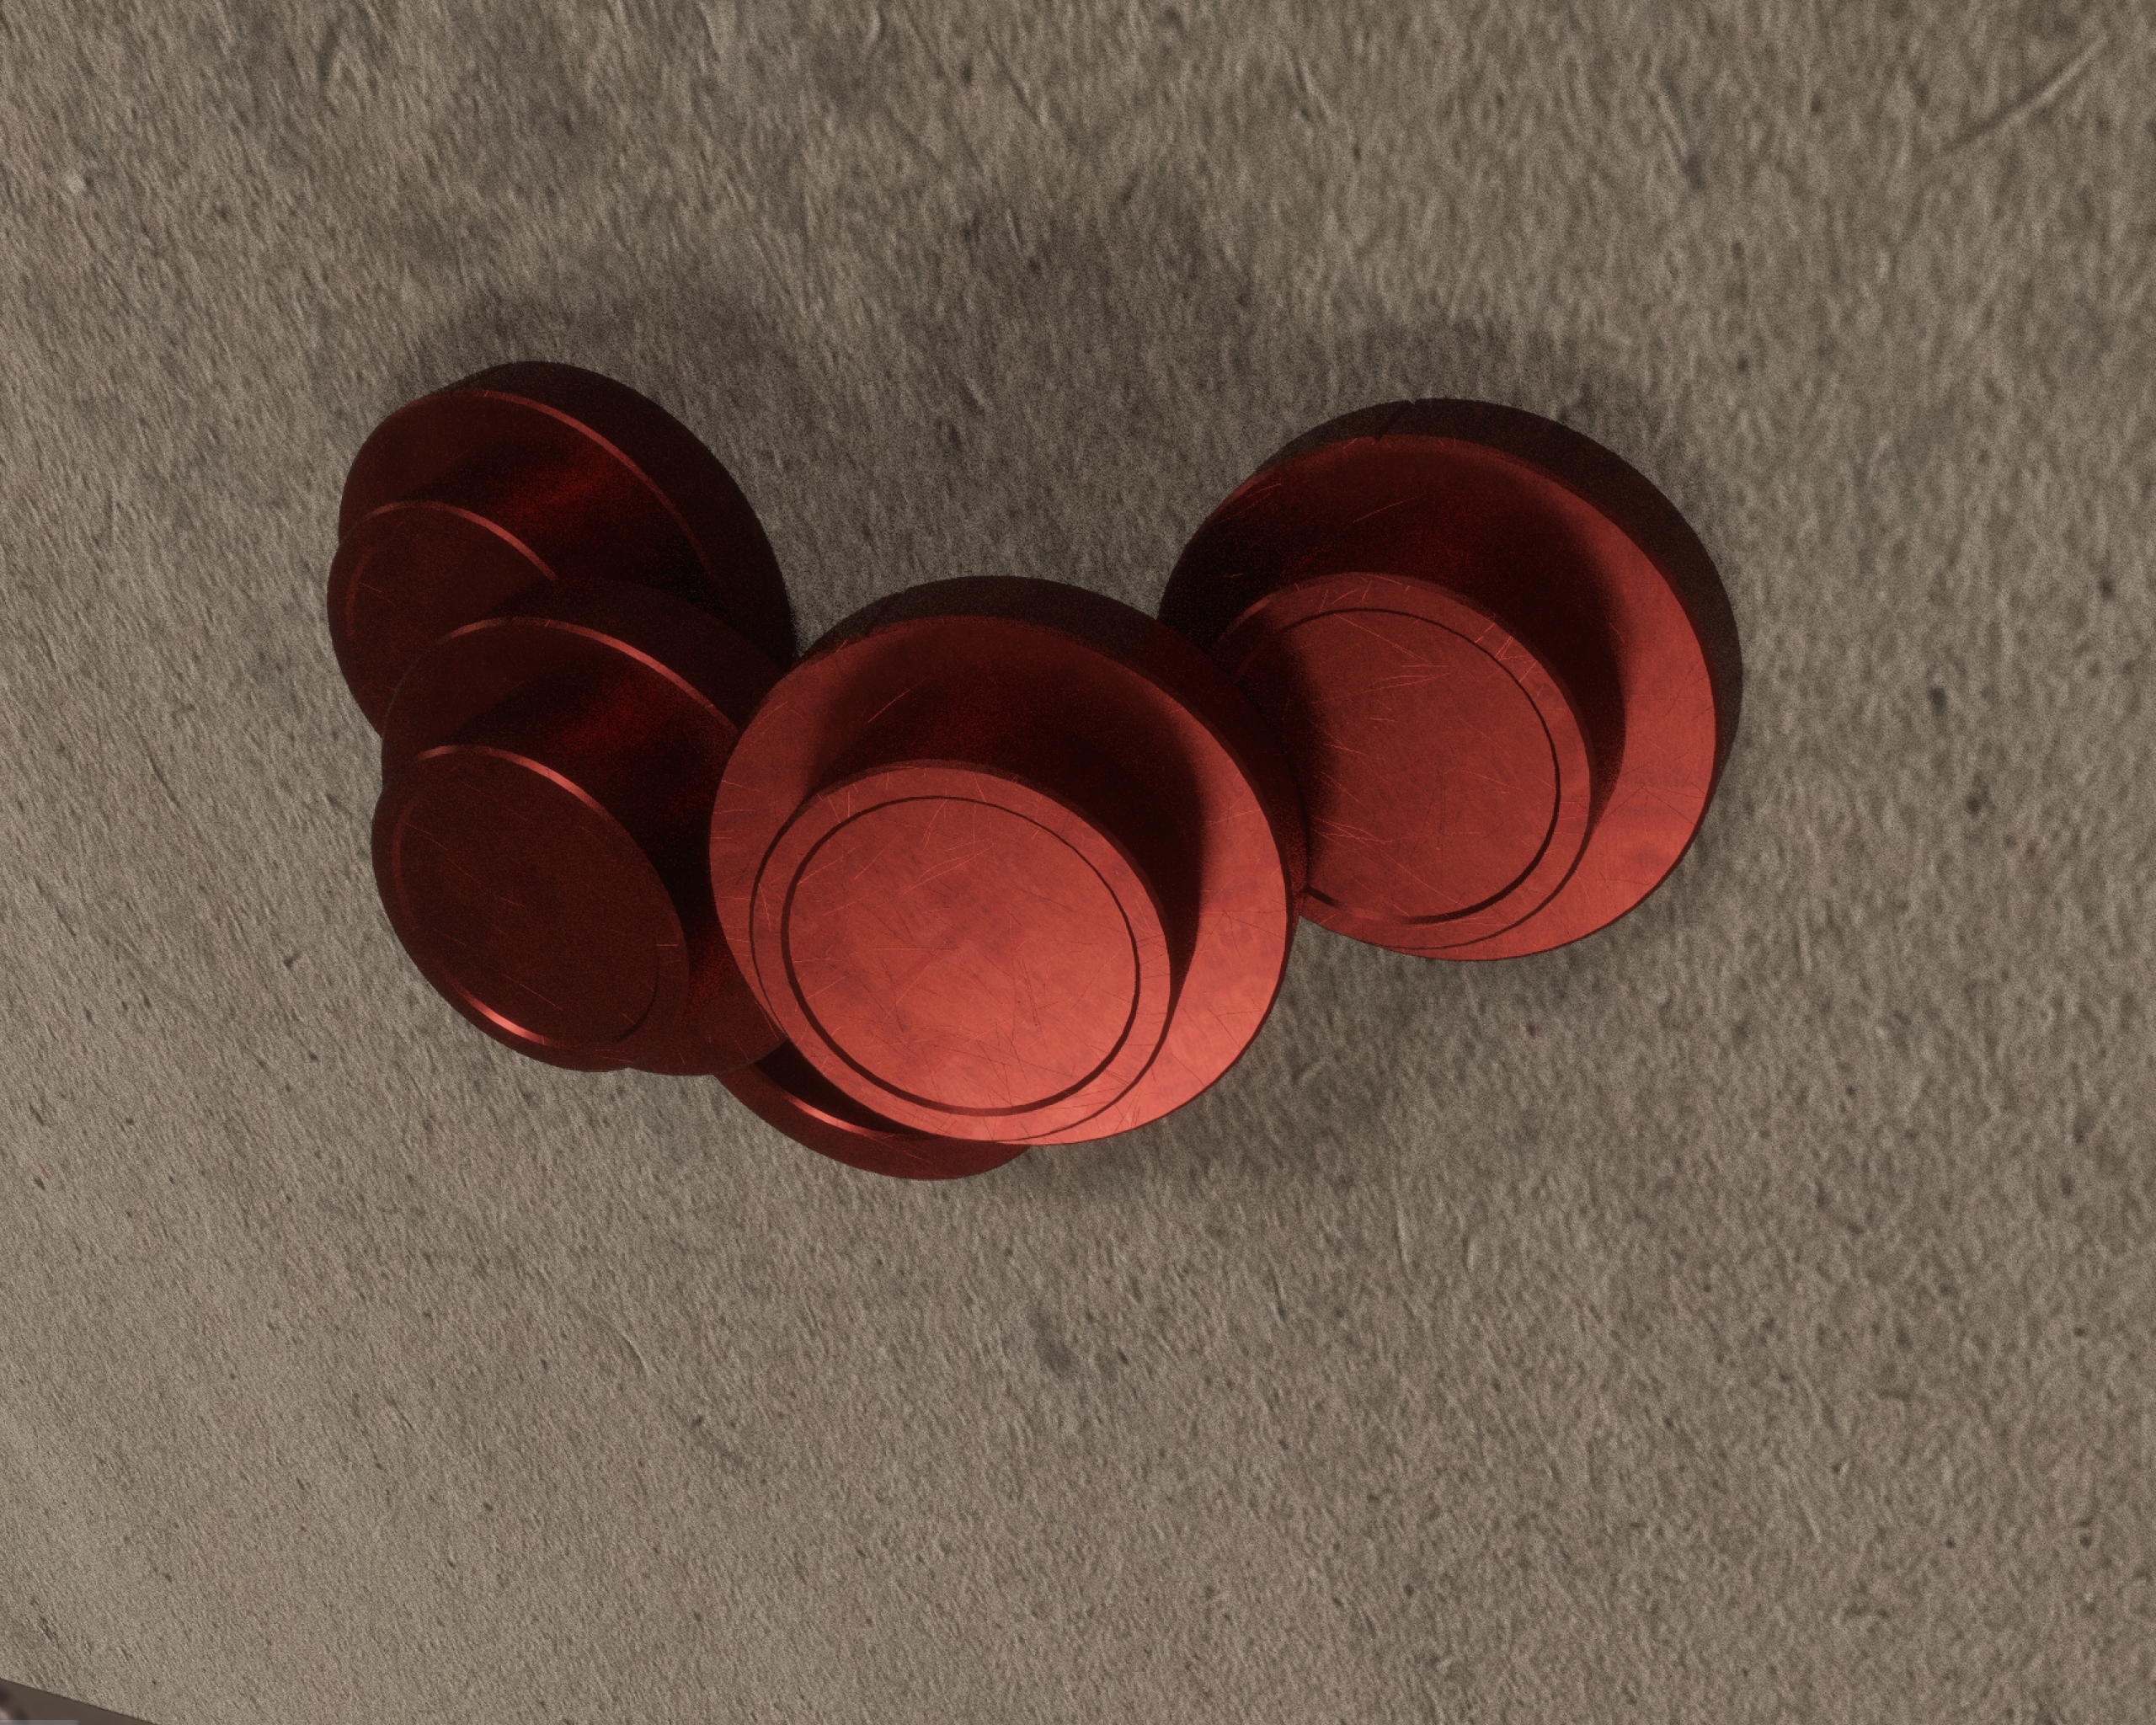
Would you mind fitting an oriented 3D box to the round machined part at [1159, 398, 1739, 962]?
[{"bbox_3d":[0.057,-0.024,0.350,0.098,0.042,0.097,13,124,20],"label":"round machined part"}]

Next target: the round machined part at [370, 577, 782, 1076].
[{"bbox_3d":[-0.090,0.000,0.388,0.098,0.042,0.097,13,124,20],"label":"round machined part"}]

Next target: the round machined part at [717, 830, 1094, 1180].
[{"bbox_3d":[-0.036,0.013,0.423,0.098,0.042,0.097,13,124,20],"label":"round machined part"}]

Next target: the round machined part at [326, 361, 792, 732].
[{"bbox_3d":[-0.111,-0.048,0.423,0.098,0.042,0.097,13,124,20],"label":"round machined part"}]

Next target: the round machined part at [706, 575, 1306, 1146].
[{"bbox_3d":[-0.014,0.006,0.340,0.098,0.042,0.097,5,117,10],"label":"round machined part"}]
